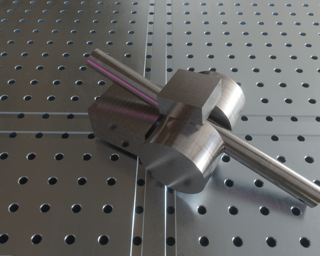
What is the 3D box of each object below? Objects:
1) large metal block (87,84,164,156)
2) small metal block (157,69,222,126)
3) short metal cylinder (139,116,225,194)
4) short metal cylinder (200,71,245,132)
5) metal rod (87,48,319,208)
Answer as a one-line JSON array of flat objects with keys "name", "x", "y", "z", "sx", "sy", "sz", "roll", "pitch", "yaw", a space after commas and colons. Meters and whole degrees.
[{"name": "large metal block", "x": -0.032, "y": -0.018, "z": 0.398, "sx": 0.080, "sy": 0.050, "sz": 0.080, "roll": 23, "pitch": 54, "yaw": 18}, {"name": "small metal block", "x": 0.032, "y": -0.034, "z": 0.329, "sx": 0.050, "sy": 0.025, "sz": 0.050, "roll": 18, "pitch": 52, "yaw": 25}, {"name": "short metal cylinder", "x": 0.024, "y": 0.028, "z": 0.344, "sx": 0.080, "sy": 0.080, "sz": 0.050, "roll": 24, "pitch": 54, "yaw": 18}, {"name": "short metal cylinder", "x": 0.059, "y": -0.024, "z": 0.389, "sx": 0.080, "sy": 0.080, "sz": 0.050, "roll": 22, "pitch": 54, "yaw": 17}, {"name": "metal rod", "x": 0.046, "y": -0.004, "z": 0.355, "sx": 0.301, "sy": 0.025, "sz": 0.025, "roll": 33, "pitch": 56, "yaw": 6}]
